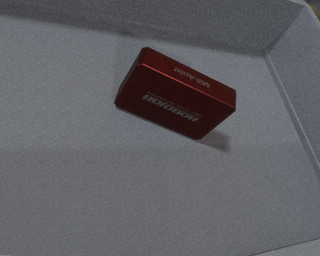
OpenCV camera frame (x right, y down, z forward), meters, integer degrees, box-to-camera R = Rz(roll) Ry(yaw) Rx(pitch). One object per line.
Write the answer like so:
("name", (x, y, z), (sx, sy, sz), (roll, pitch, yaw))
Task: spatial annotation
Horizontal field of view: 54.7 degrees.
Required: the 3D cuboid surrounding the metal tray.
("metal tray", (0.018, -0.038, 0.394), (0.131, 0.090, 0.030), (23, 53, -16))
